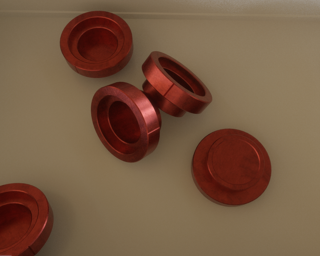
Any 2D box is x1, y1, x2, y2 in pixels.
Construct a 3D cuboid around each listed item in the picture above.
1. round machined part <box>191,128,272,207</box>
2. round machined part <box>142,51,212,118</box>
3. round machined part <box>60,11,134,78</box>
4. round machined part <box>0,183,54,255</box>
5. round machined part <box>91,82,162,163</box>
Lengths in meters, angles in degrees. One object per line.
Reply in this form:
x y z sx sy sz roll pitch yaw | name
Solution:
0.090 0.046 0.385 0.099 0.042 0.098 0 70 -1 | round machined part
0.016 -0.052 0.401 0.098 0.099 0.042 47 116 15 | round machined part
-0.087 -0.114 0.441 0.099 0.042 0.098 0 70 -1 | round machined part
-0.168 0.113 0.344 0.099 0.042 0.098 -1 44 1 | round machined part
-0.037 -0.010 0.382 0.098 0.097 0.042 47 46 14 | round machined part
